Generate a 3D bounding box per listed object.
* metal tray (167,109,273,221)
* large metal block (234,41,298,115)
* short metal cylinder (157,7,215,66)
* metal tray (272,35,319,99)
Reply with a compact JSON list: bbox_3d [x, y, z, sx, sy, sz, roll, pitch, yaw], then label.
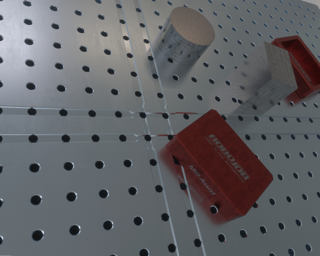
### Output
[{"bbox_3d":[0.083,0.046,0.421,0.091,0.030,0.130,-34,81,-38],"label":"metal tray"},{"bbox_3d":[0.171,-0.081,0.515,0.050,0.080,0.080,15,56,-20],"label":"large metal block"},{"bbox_3d":[0.042,-0.150,0.506,0.081,0.050,0.080,13,56,-21],"label":"short metal cylinder"},{"bbox_3d":[0.288,-0.129,0.638,0.091,0.030,0.130,-18,71,-35],"label":"metal tray"}]
